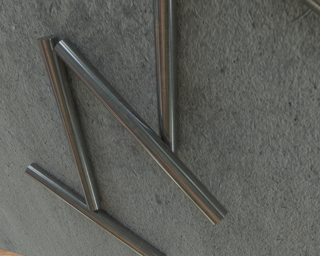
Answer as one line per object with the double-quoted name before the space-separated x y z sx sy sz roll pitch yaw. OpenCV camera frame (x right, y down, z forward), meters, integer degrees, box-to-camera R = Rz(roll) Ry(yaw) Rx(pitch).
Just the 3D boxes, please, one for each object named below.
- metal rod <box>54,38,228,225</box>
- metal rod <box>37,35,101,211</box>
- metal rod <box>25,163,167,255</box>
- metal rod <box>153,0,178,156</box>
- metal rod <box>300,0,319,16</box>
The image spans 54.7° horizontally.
"metal rod" -0.027 0.001 0.394 0.300 0.025 0.025 47 129 5
"metal rod" -0.134 0.010 0.483 0.025 0.025 0.298 7 122 24
"metal rod" -0.119 0.158 0.567 0.301 0.025 0.025 33 129 6
"metal rod" 0.007 -0.091 0.346 0.025 0.025 0.298 11 123 22
"metal rod" 0.141 -0.110 0.264 0.300 0.025 0.025 40 129 1
